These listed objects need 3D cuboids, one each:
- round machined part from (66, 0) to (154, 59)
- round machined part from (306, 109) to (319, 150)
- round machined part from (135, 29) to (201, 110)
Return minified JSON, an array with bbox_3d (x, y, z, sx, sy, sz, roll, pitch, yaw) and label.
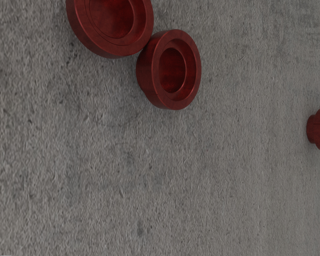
[{"bbox_3d":[-0.058,-0.126,0.345,0.099,0.042,0.097,0,90,-40],"label":"round machined part"},{"bbox_3d":[0.368,0.003,0.701,0.099,0.042,0.097,0,90,-40],"label":"round machined part"},{"bbox_3d":[0.008,-0.072,0.392,0.099,0.042,0.097,-10,104,-48],"label":"round machined part"}]
